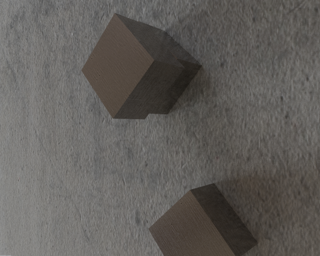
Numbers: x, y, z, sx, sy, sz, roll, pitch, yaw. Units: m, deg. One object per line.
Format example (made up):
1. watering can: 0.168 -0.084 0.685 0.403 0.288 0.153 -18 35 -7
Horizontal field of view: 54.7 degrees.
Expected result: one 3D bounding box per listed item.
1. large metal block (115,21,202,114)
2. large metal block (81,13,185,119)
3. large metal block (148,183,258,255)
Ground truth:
1. large metal block: -0.008 -0.074 0.394 0.080 0.050 0.080 50 119 28
2. large metal block: -0.033 -0.066 0.349 0.080 0.050 0.080 -51 61 28
3. large metal block: 0.046 0.122 0.349 0.080 0.050 0.080 -50 61 28
